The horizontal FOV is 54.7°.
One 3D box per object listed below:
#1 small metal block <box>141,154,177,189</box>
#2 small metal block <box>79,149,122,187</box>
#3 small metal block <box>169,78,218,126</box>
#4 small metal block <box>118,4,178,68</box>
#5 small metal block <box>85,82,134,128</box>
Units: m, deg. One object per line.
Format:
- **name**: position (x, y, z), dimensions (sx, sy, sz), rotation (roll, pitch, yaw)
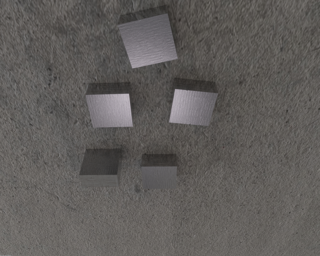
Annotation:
- **small metal block**: position (-0.001, 0.065, 0.463), dimensions (0.050, 0.025, 0.050), rotation (0, 130, 0)
- **small metal block**: position (-0.082, 0.056, 0.437), dimensions (0.050, 0.050, 0.025), rotation (-1, 130, 0)
- **small metal block**: position (0.039, -0.032, 0.381), dimensions (0.050, 0.025, 0.050), rotation (5, 130, -5)
- **small metal block**: position (-0.011, -0.095, 0.326), dimensions (0.050, 0.025, 0.050), rotation (-10, 130, 8)
- **small metal block**: position (-0.060, -0.028, 0.383), dimensions (0.050, 0.025, 0.050), rotation (-2, 130, 1)
